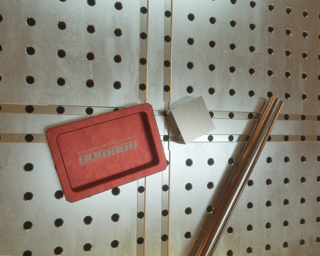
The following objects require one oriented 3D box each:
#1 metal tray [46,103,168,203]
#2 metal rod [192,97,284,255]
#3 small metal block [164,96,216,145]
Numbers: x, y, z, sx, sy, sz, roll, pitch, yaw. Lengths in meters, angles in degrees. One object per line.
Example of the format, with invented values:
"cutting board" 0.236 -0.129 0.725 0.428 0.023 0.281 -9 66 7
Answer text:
"metal tray" -0.064 0.027 0.387 0.131 0.030 0.089 -17 96 -20
"metal rod" 0.110 0.088 0.454 0.025 0.025 0.299 32 79 -18
"small metal block" 0.042 -0.011 0.429 0.050 0.025 0.050 -27 99 -18
